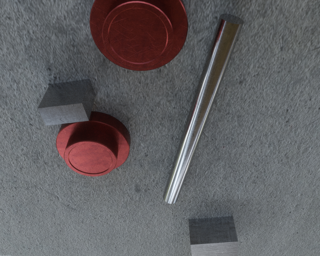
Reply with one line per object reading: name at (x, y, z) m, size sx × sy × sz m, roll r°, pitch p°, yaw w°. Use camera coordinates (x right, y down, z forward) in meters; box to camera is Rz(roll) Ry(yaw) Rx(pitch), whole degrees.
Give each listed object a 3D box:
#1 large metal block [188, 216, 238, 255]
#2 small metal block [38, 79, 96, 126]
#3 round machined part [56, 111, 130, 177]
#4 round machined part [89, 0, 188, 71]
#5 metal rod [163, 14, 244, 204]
large metal block at (0.097, 0.209, 0.570) m, size 0.080 × 0.050 × 0.080 m, roll -6°, pitch 130°, yaw 5°
small metal block at (-0.107, -0.031, 0.363) m, size 0.050 × 0.050 × 0.025 m, roll -6°, pitch 130°, yaw 5°
round machined part at (-0.091, 0.028, 0.419) m, size 0.099 × 0.042 × 0.097 m, roll 0°, pitch 130°, yaw 0°
round machined part at (-0.021, -0.100, 0.311) m, size 0.099 × 0.042 × 0.097 m, roll 0°, pitch 130°, yaw 0°
metal rod at (0.045, 0.001, 0.408) m, size 0.025 × 0.025 × 0.298 m, roll 8°, pitch 130°, yaw -7°
